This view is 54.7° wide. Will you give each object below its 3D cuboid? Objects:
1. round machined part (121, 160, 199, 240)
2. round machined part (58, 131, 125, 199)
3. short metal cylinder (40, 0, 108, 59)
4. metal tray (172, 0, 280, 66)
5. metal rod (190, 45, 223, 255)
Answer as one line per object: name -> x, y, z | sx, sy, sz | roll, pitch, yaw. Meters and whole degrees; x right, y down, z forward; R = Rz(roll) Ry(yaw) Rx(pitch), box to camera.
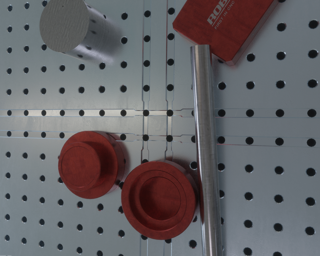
round machined part -> 0.003, 0.089, 0.402 | 0.098, 0.042, 0.097 | 0, 90, 20
round machined part -> -0.104, 0.052, 0.440 | 0.098, 0.042, 0.097 | 0, 90, 20
short metal cylinder -> -0.122, -0.142, 0.442 | 0.080, 0.050, 0.079 | 0, 90, 20
metal tray -> 0.088, -0.154, 0.379 | 0.090, 0.030, 0.129 | 37, 102, 16
metal rod -> 0.058, 0.052, 0.376 | 0.025, 0.025, 0.298 | -2, 95, 20
